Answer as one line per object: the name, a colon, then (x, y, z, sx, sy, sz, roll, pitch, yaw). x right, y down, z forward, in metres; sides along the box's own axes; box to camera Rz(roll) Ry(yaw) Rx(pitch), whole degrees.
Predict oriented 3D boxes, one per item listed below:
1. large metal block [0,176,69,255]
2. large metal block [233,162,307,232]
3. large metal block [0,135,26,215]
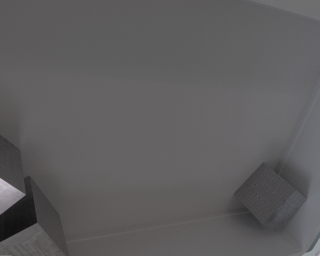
large metal block: (-0.153, 0.118, 0.362, 0.050, 0.080, 0.080, -27, 128, -12)
large metal block: (0.195, 0.123, 0.555, 0.080, 0.080, 0.050, -49, 129, 6)
large metal block: (-0.186, 0.053, 0.304, 0.080, 0.080, 0.050, -38, 129, -2)
